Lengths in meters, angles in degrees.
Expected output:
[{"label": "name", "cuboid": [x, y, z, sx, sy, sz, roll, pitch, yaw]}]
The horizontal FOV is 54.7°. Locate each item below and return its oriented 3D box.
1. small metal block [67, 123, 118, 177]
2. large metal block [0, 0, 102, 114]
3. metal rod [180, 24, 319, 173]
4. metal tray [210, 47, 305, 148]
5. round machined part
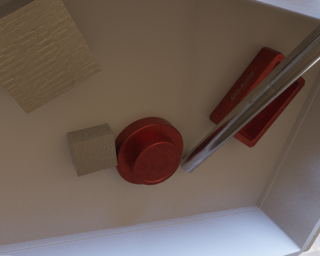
[{"label": "small metal block", "cuboid": [-0.083, 0.027, 0.381, 0.050, 0.025, 0.050, -15, 125, -21]}, {"label": "large metal block", "cuboid": [-0.114, -0.073, 0.286, 0.080, 0.050, 0.080, -32, 129, -8]}, {"label": "metal rod", "cuboid": [0.110, -0.027, 0.369, 0.025, 0.025, 0.298, 4, 143, -31]}, {"label": "metal tray", "cuboid": [0.146, -0.042, 0.461, 0.090, 0.030, 0.130, 29, 102, -38]}, {"label": "round machined part", "cuboid": [-0.011, 0.038, 0.417, 0.099, 0.042, 0.097, -14, 125, -21]}]
